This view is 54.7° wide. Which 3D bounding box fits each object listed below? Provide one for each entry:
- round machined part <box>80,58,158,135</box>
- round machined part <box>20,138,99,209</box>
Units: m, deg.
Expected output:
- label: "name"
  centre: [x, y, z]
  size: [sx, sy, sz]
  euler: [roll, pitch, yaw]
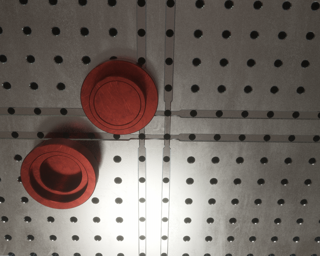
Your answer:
- label: "round machined part"
  centre: [-0.051, -0.036, 0.390]
  size: [0.099, 0.042, 0.097]
  euler: [0, 110, -1]
- label: "round machined part"
  centre: [-0.133, 0.058, 0.424]
  size: [0.099, 0.042, 0.097]
  euler: [0, 110, -1]
